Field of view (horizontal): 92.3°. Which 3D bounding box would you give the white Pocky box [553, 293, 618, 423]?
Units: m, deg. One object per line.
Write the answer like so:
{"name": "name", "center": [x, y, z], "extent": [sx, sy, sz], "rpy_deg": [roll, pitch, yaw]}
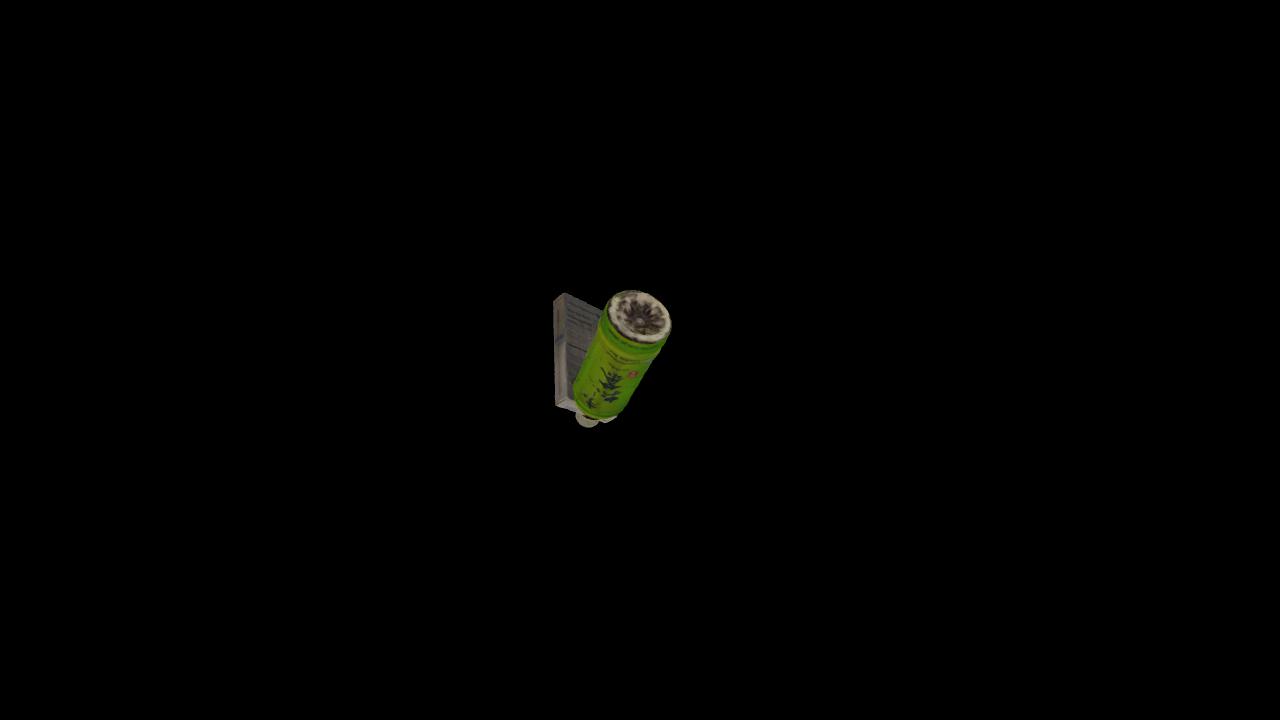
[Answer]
{"name": "white Pocky box", "center": [-0.068, -0.004, 0.762], "extent": [0.084, 0.154, 0.028], "rpy_deg": [25, -43, -39]}

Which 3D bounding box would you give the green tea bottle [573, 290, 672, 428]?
{"name": "green tea bottle", "center": [-0.032, 0.012, 0.678], "extent": [0.073, 0.073, 0.212], "rpy_deg": [0, -31, -22]}
